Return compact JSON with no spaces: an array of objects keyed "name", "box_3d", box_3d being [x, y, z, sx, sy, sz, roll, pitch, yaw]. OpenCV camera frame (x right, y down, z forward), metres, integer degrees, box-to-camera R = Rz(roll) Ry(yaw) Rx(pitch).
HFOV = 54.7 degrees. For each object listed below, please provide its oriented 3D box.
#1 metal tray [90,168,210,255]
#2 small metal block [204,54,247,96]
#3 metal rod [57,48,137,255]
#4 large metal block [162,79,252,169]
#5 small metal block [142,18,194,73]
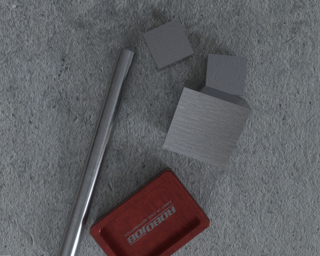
[{"name":"metal tray","box_3d":[-0.013,0.126,0.407,0.130,0.030,0.090,-37,90,-1]},{"name":"small metal block","box_3d":[0.085,-0.069,0.411,0.050,0.025,0.050,5,90,-1]},{"name":"metal rod","box_3d":[-0.085,0.042,0.408,0.025,0.025,0.298,17,90,-1]},{"name":"large metal block","box_3d":[0.056,-0.007,0.386,0.080,0.050,0.079,19,110,-1]},{"name":"small metal block","box_3d":[0.011,-0.109,0.410,0.050,0.025,0.050,-25,90,-1]}]
